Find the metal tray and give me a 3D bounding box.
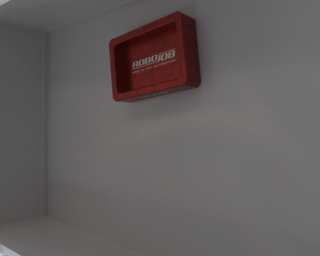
[{"bbox_3d":[-0.012,-0.088,0.414,0.130,0.030,0.090,-8,85,39],"label":"metal tray"}]
